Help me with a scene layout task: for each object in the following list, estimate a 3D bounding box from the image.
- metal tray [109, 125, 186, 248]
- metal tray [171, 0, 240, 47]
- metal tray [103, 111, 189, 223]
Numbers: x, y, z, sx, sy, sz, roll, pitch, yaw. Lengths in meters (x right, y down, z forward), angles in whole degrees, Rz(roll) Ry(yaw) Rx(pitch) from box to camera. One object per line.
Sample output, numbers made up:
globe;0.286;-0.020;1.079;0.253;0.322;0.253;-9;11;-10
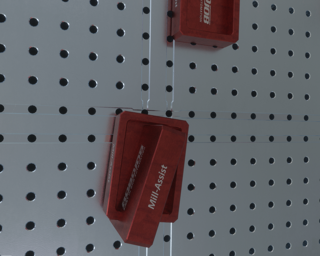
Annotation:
metal tray;-0.018;0.062;0.371;0.030;0.090;0.130;20;83;-19
metal tray;0.065;-0.185;0.433;0.091;0.030;0.129;2;89;-20
metal tray;-0.017;0.049;0.393;0.091;0.030;0.129;9;85;-18
